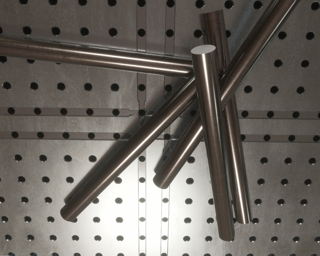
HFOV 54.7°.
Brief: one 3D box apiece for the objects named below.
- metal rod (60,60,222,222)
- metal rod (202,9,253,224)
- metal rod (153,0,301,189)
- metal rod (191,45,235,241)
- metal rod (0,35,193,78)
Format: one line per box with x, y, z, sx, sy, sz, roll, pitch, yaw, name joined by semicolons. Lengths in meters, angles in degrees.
-0.036;0.028;0.411;0.025;0.025;0.299;40;109;-14;metal rod
0.094;0.000;0.414;0.025;0.025;0.298;-12;110;4;metal rod
0.071;-0.035;0.376;0.025;0.025;0.298;26;117;-10;metal rod
0.073;0.042;0.395;0.025;0.025;0.298;-11;123;4;metal rod
-0.108;-0.090;0.378;0.302;0.025;0.025;6;110;-3;metal rod
